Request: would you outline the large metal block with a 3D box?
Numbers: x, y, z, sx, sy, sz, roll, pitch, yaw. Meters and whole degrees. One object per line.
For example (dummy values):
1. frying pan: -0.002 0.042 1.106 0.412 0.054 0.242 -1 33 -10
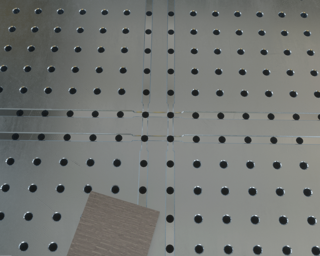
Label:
1. large metal block: -0.050 0.125 0.353 0.080 0.050 0.080 16 71 5
